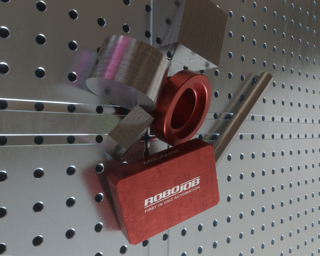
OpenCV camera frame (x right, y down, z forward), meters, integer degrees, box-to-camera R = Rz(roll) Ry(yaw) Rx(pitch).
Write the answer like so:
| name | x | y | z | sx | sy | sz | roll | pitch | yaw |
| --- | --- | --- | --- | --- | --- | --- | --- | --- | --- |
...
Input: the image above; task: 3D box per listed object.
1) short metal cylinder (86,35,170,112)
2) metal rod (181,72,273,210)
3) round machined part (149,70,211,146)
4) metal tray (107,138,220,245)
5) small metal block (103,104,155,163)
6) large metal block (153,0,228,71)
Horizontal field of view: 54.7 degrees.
| name | x | y | z | sx | sy | sz | roll | pitch | yaw |
| --- | --- | --- | --- | --- | --- | --- | --- | --- | --- |
| short metal cylinder | -0.035 | -0.057 | 0.344 | 0.080 | 0.080 | 0.050 | 30 | 71 | -36 |
| metal rod | 0.113 | 0.008 | 0.503 | 0.301 | 0.025 | 0.025 | -50 | 120 | -28 |
| round machined part | 0.021 | -0.028 | 0.400 | 0.099 | 0.042 | 0.097 | -34 | 138 | -38 |
| metal tray | 0.009 | 0.075 | 0.383 | 0.131 | 0.030 | 0.089 | -19 | 112 | -23 |
| small metal block | -0.037 | 0.007 | 0.358 | 0.025 | 0.050 | 0.050 | 40 | 62 | 2 |
| large metal block | 0.043 | -0.133 | 0.428 | 0.080 | 0.050 | 0.080 | 20 | 78 | -38 |
